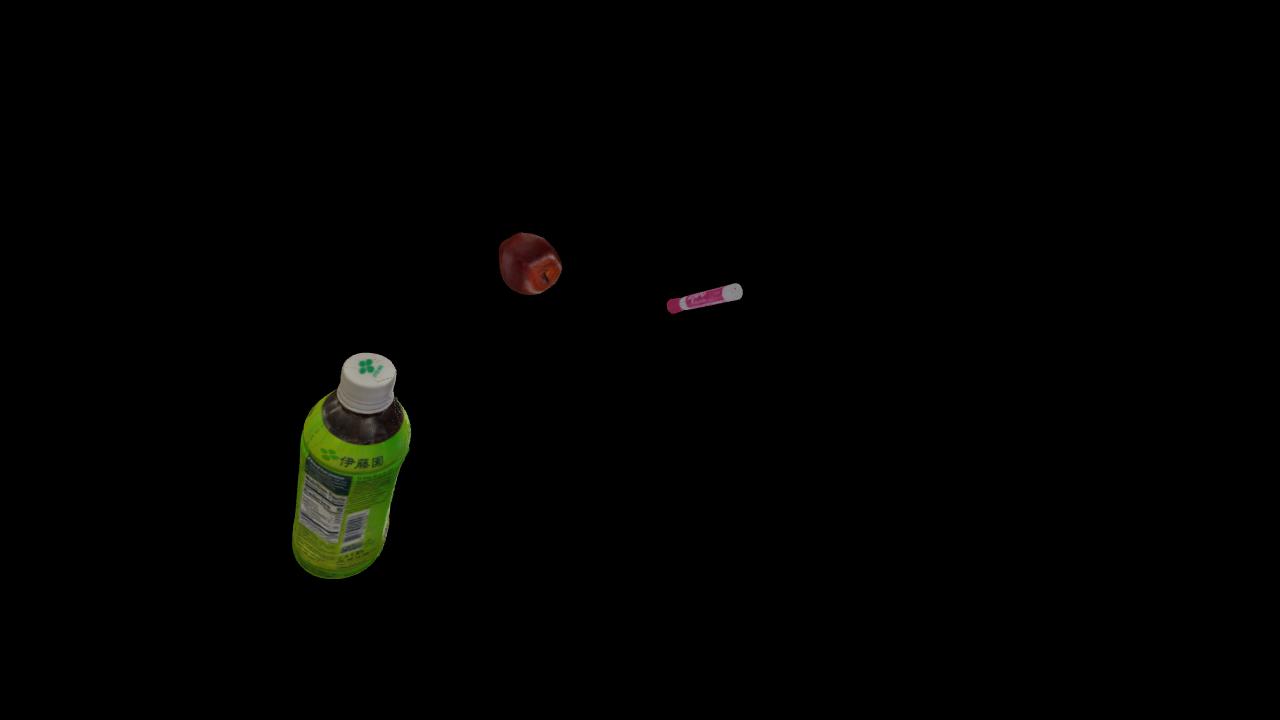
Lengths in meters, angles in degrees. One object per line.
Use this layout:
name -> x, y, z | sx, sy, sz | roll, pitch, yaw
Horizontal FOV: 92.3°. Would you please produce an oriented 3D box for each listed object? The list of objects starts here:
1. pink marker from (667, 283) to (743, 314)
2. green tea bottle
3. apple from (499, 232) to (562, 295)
pink marker -> 0.073, -0.072, 0.729 | 0.020, 0.020, 0.121 | 0, -4, -35
green tea bottle -> -0.205, 0.078, 0.439 | 0.073, 0.073, 0.212 | 0, -42, -33
apple -> -0.147, -0.126, 0.810 | 0.093, 0.079, 0.079 | 40, 23, 31
